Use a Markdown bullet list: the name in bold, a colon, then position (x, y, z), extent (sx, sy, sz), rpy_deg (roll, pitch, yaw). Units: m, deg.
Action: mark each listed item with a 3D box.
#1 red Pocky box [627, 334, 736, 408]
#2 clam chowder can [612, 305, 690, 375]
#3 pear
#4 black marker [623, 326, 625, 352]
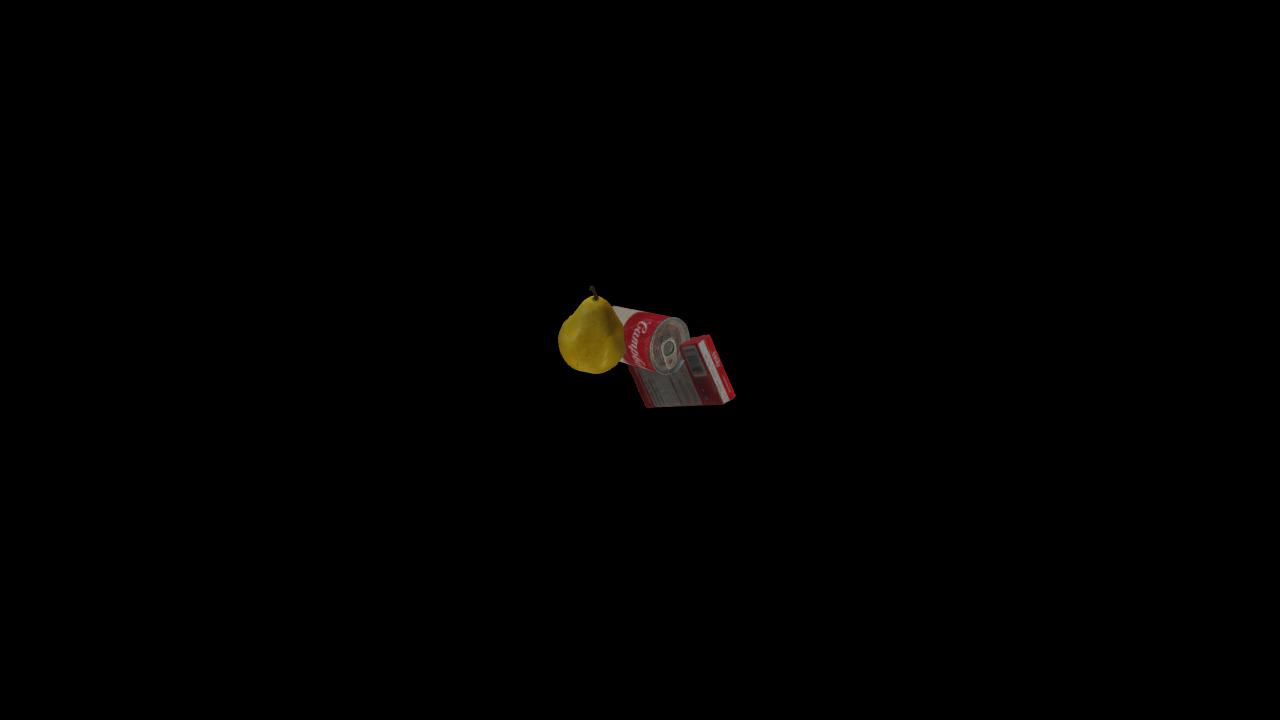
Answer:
- **red Pocky box**: position (0.045, 0.017, 0.767), extent (0.028, 0.083, 0.155), rpy_deg (-32, 14, -33)
- **clam chowder can**: position (-0.001, -0.025, 0.731), extent (0.102, 0.068, 0.068), rpy_deg (16, 11, 43)
- **pear**: position (-0.048, -0.039, 0.699), extent (0.080, 0.111, 0.080), rpy_deg (12, 40, -11)
- **black marker**: position (-0.006, -0.031, 0.754), extent (0.020, 0.020, 0.121), rpy_deg (0, 2, -24)
